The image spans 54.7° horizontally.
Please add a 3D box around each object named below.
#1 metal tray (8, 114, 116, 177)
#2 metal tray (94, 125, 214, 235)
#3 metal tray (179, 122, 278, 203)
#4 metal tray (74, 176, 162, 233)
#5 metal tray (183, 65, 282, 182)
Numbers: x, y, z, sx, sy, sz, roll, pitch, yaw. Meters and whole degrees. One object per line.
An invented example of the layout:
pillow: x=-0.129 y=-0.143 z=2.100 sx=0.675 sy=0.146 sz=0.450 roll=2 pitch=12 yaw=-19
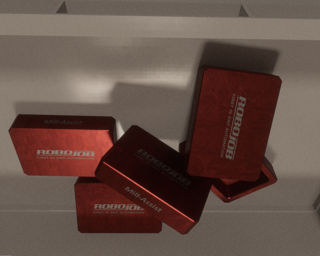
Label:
metal tray: x=-0.126 y=0.026 z=0.426 sx=0.131 sy=0.030 sz=0.089 roll=1 pitch=130 yaw=-2
metal tray: x=-0.003 y=0.060 z=0.388 sx=0.130 sy=0.090 sz=0.030 roll=33 pitch=126 yaw=3
metal tray: x=0.100 y=0.052 z=0.451 sx=0.090 sy=0.030 sz=0.130 roll=-31 pitch=124 yaw=23
metal tray: x=-0.062 y=0.118 z=0.485 sx=0.131 sy=0.030 sz=0.089 roll=1 pitch=108 yaw=-1
metal tray: x=0.083 y=-0.004 z=0.370 sx=0.091 sy=0.030 sz=0.129 roll=6 pitch=106 yaw=-6
